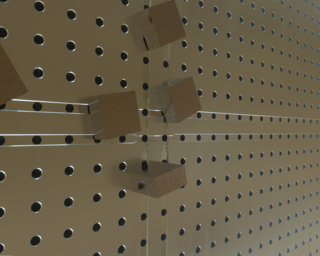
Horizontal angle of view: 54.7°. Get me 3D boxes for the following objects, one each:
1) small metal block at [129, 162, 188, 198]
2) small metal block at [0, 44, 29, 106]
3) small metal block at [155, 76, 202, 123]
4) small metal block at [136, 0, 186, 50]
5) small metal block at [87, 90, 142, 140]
[{"bbox_3d":[-0.002,0.064,0.393,0.050,0.050,0.025,-17,101,-39],"label":"small metal block"},{"bbox_3d":[-0.158,-0.043,0.278,0.050,0.025,0.050,-37,113,-34],"label":"small metal block"},{"bbox_3d":[0.027,-0.040,0.434,0.050,0.025,0.050,-31,110,-36],"label":"small metal block"},{"bbox_3d":[0.002,-0.137,0.413,0.050,0.025,0.050,-34,111,-35],"label":"small metal block"},{"bbox_3d":[-0.053,-0.016,0.366,0.050,0.025,0.050,-14,99,-39],"label":"small metal block"}]
